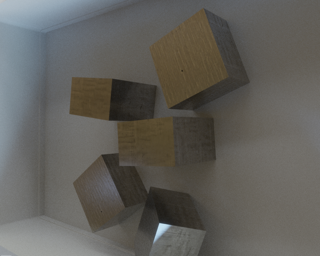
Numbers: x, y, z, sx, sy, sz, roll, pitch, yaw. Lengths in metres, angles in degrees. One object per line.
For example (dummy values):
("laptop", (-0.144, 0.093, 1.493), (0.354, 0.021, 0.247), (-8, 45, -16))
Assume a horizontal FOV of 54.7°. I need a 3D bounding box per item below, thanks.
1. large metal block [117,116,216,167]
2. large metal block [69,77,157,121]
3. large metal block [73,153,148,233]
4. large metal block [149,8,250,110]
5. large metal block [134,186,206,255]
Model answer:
("large metal block", (0.009, 0.016, 0.362), (0.080, 0.081, 0.050), (-5, 87, 39))
("large metal block", (-0.063, -0.039, 0.421), (0.080, 0.081, 0.050), (9, 96, 39))
("large metal block", (-0.071, 0.092, 0.447), (0.080, 0.050, 0.080), (-43, 65, 31))
("large metal block", (0.043, -0.073, 0.354), (0.080, 0.050, 0.080), (-26, 74, 36))
("large metal block", (0.007, 0.126, 0.357), (0.080, 0.050, 0.079), (-117, 42, -72))
